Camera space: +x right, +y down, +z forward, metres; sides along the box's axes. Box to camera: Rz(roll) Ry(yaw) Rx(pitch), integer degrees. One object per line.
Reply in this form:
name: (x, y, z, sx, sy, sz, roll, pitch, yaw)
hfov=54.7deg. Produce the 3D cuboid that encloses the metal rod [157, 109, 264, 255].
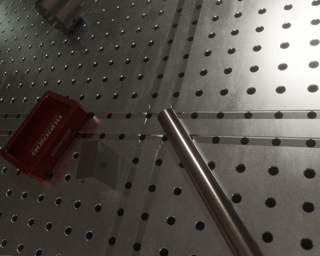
metal rod: (0.065, 0.087, 0.320, 0.025, 0.025, 0.300, -33, 52, 6)

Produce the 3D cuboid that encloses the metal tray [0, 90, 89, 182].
metal tray: (-0.183, 0.009, 0.493, 0.090, 0.030, 0.130, 21, 73, 35)

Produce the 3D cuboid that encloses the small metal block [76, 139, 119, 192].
small metal block: (-0.079, 0.050, 0.402, 0.025, 0.050, 0.050, -11, 57, 22)

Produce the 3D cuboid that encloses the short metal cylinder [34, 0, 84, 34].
short metal cylinder: (-0.201, -0.236, 0.620, 0.080, 0.080, 0.050, 27, 77, 37)
